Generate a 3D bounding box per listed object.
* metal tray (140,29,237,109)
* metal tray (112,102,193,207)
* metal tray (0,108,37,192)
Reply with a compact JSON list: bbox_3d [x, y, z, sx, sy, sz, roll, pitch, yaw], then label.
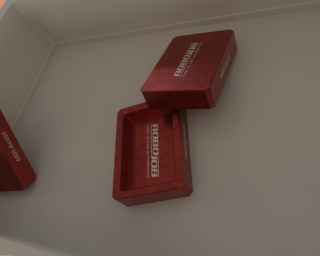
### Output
[{"bbox_3d":[0.042,-0.078,0.405,0.090,0.030,0.130,2,45,29],"label":"metal tray"},{"bbox_3d":[-0.011,0.026,0.391,0.090,0.030,0.130,-15,56,20],"label":"metal tray"},{"bbox_3d":[-0.250,0.033,0.454,0.090,0.129,0.030,-9,24,23],"label":"metal tray"}]
